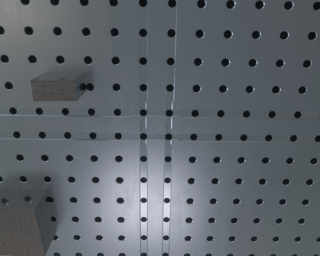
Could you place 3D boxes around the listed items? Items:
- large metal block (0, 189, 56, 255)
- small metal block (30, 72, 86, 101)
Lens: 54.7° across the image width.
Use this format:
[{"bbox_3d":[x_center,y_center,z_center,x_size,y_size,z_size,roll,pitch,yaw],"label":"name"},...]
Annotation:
[{"bbox_3d":[-0.205,0.138,0.449,0.081,0.050,0.079,-3,110,1],"label":"large metal block"},{"bbox_3d":[-0.122,-0.052,0.380,0.050,0.050,0.025,0,110,0],"label":"small metal block"}]
